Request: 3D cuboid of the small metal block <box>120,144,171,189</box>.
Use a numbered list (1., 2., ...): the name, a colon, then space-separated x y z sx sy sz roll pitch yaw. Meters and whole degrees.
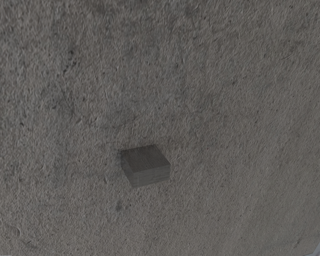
1. small metal block: -0.020 0.049 0.409 0.050 0.050 0.025 -10 123 -23
